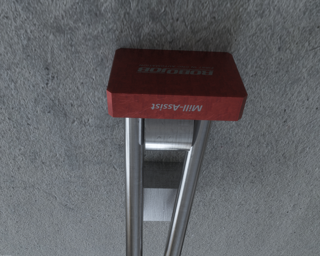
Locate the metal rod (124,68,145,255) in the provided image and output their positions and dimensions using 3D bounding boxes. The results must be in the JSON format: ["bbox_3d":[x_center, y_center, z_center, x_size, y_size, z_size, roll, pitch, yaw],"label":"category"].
[{"bbox_3d":[-0.034,0.070,0.408,0.025,0.025,0.298,1,115,-2],"label":"metal rod"}]

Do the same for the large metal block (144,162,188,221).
[{"bbox_3d":[0.001,0.098,0.473,0.081,0.050,0.079,1,130,-2],"label":"large metal block"}]

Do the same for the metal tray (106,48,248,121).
[{"bbox_3d":[0.016,-0.048,0.325,0.131,0.090,0.030,2,130,-2],"label":"metal tray"}]

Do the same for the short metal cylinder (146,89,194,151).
[{"bbox_3d":[0.009,-0.013,0.363,0.050,0.080,0.079,1,130,-2],"label":"short metal cylinder"}]

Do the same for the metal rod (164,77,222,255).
[{"bbox_3d":[0.037,0.073,0.410,0.025,0.025,0.298,6,115,-6],"label":"metal rod"}]
